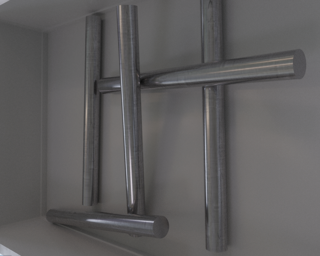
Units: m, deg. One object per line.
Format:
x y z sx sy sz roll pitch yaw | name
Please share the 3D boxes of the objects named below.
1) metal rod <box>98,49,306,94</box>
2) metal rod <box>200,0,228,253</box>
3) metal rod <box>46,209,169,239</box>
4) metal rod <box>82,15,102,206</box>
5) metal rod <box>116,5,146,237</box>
0.015 -0.059 0.367 0.300 0.025 0.025 3 92 48 | metal rod
0.062 -0.012 0.355 0.025 0.025 0.298 -2 89 40 | metal rod
-0.098 0.137 0.462 0.299 0.025 0.025 -14 81 47 | metal rod
-0.109 -0.026 0.497 0.025 0.025 0.298 2 92 40 | metal rod
-0.035 0.001 0.400 0.025 0.025 0.298 10 107 39 | metal rod
